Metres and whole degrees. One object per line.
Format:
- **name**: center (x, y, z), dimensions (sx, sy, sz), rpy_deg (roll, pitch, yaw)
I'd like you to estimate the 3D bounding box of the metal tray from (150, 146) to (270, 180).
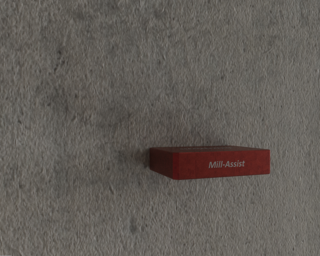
- **metal tray**: center (0.062, 0.041, 0.398), dimensions (0.131, 0.090, 0.030), rpy_deg (0, 90, -20)
